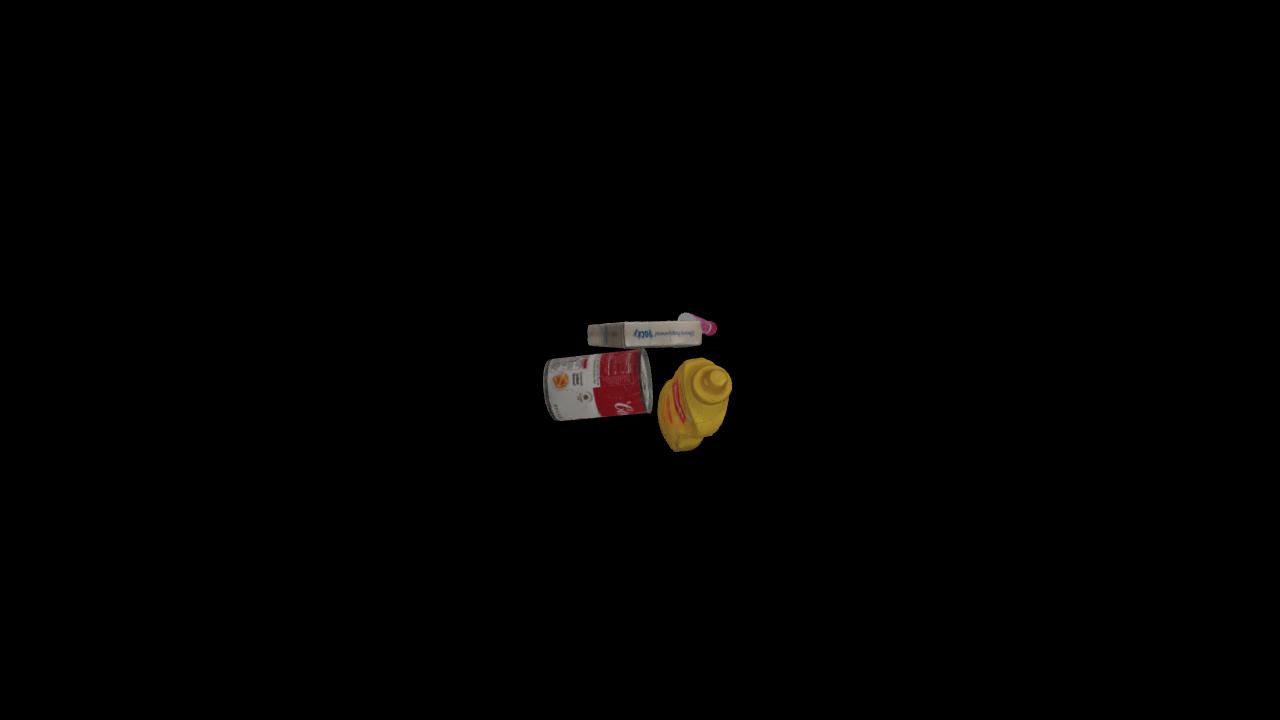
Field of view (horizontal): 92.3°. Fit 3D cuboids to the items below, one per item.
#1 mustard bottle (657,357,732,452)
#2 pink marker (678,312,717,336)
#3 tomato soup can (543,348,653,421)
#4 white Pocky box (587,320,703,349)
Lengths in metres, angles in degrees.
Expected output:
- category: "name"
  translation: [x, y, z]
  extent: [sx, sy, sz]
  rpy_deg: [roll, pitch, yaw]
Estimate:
- category: "mustard bottle"
  translation: [0.064, 0.046, 0.702]
  extent: [0.054, 0.092, 0.184]
  rpy_deg: [1, -18, -10]
- category: "pink marker"
  translation: [0.071, -0.042, 0.738]
  extent: [0.020, 0.020, 0.121]
  rpy_deg: [0, -1, 20]
- category: "tomato soup can"
  translation: [-0.042, 0.026, 0.632]
  extent: [0.101, 0.068, 0.068]
  rpy_deg: [-6, -1, 9]
- category: "white Pocky box"
  translation: [-0.001, -0.028, 0.670]
  extent: [0.084, 0.028, 0.154]
  rpy_deg: [-3, 4, -18]
